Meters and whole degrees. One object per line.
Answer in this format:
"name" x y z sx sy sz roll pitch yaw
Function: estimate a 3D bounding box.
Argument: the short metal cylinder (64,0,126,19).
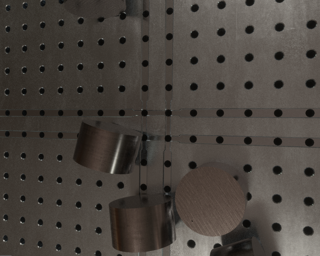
"short metal cylinder" -0.087 -0.185 0.413 0.080 0.080 0.050 -4 89 19

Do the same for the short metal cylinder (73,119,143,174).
"short metal cylinder" -0.068 0.023 0.406 0.080 0.080 0.050 17 96 19

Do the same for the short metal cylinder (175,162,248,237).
"short metal cylinder" 0.064 0.084 0.376 0.080 0.050 0.079 0 90 19

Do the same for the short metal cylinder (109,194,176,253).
"short metal cylinder" -0.022 0.117 0.390 0.080 0.080 0.050 -6 88 19

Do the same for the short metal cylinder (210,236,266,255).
"short metal cylinder" 0.097 0.170 0.349 0.050 0.080 0.080 -25 82 18
